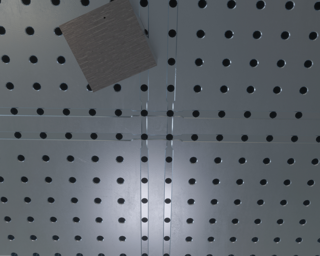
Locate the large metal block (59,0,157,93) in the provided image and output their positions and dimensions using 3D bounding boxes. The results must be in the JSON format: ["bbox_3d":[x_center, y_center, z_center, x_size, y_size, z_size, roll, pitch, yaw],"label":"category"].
[{"bbox_3d":[-0.056,-0.098,0.363,0.080,0.050,0.080,-22,109,8],"label":"large metal block"}]
